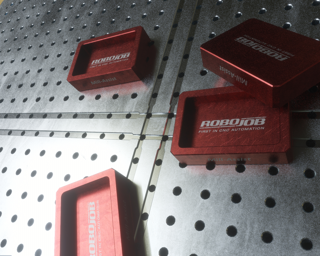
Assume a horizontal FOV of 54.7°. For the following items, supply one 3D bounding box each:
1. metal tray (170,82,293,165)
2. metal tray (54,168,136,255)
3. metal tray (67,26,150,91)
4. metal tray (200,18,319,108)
[{"bbox_3d":[0.083,-0.005,0.363,0.130,0.030,0.090,-4,60,25],"label":"metal tray"},{"bbox_3d":[-0.080,0.123,0.369,0.090,0.030,0.130,-22,54,14],"label":"metal tray"},{"bbox_3d":[-0.086,-0.115,0.518,0.130,0.030,0.090,-6,59,24],"label":"metal tray"},{"bbox_3d":[0.122,-0.083,0.367,0.090,0.030,0.130,-31,44,-14],"label":"metal tray"}]
